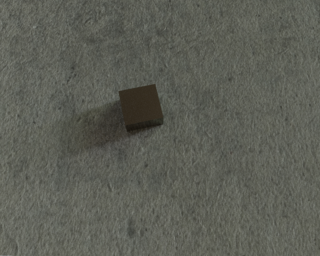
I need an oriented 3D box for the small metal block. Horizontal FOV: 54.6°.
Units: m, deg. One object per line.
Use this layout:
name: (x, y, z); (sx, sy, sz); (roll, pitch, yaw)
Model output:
small metal block: (-0.025, -0.027, 0.418); (0.050, 0.025, 0.050); (-12, 70, -4)
